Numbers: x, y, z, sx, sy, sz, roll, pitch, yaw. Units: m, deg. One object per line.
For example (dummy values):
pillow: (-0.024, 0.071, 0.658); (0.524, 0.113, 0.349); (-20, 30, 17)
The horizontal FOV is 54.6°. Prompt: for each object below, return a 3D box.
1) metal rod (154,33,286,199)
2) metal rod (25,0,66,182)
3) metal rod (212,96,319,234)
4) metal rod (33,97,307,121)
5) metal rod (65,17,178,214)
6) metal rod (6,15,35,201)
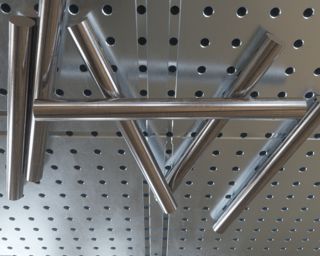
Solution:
metal rod: (0.063, 0.009, 0.419); (0.025, 0.025, 0.298); (19, 128, -16)
metal rod: (-0.144, -0.035, 0.380); (0.025, 0.025, 0.298); (14, 129, -12)
metal rod: (0.157, 0.075, 0.476); (0.025, 0.025, 0.298); (15, 129, -12)
metal rod: (0.015, -0.022, 0.352); (0.302, 0.025, 0.025); (-1, 130, -4)
metal rod: (-0.035, 0.007, 0.399); (0.025, 0.025, 0.299); (-16, 123, 13)
metal rod: (-0.188, -0.001, 0.408); (0.025, 0.025, 0.298); (14, 129, -12)
